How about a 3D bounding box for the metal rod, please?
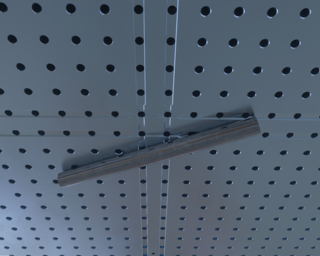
[{"bbox_3d":[-0.010,0.039,0.444,0.301,0.025,0.025,-17,128,13],"label":"metal rod"}]
